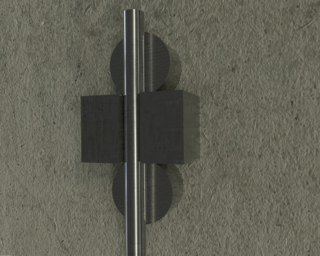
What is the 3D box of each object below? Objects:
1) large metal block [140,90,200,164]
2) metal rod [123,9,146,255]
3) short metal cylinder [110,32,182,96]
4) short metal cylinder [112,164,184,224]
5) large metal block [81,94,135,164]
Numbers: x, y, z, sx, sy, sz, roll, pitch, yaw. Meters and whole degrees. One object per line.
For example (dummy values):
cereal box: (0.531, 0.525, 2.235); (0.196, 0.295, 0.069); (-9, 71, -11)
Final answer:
large metal block: (0.015, -0.001, 0.375); (0.050, 0.080, 0.080); (-1, 90, 20)
metal rod: (-0.030, 0.012, 0.367); (0.025, 0.025, 0.298); (-1, 90, 20)
short metal cylinder: (-0.017, -0.078, 0.403); (0.080, 0.050, 0.080); (0, 89, 20)
short metal cylinder: (-0.014, 0.078, 0.402); (0.080, 0.050, 0.080); (0, 89, 20)
large metal block: (-0.057, 0.001, 0.401); (0.050, 0.080, 0.080); (-1, 90, 20)
